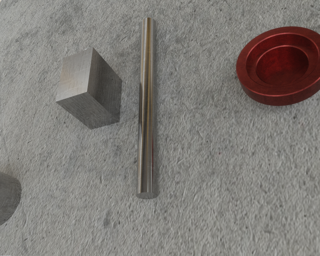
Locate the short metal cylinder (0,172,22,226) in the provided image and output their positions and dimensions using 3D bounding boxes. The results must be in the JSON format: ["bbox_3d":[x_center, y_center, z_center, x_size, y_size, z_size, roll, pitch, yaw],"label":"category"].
[{"bbox_3d":[-0.255,0.101,0.457,0.080,0.050,0.080,-13,56,20],"label":"short metal cylinder"}]

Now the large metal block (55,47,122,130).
[{"bbox_3d":[-0.099,-0.055,0.453,0.050,0.080,0.080,-14,56,20],"label":"large metal block"}]

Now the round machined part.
[{"bbox_3d":[0.142,-0.066,0.359,0.098,0.042,0.098,-13,56,20],"label":"round machined part"}]

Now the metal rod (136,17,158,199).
[{"bbox_3d":[-0.017,-0.048,0.440,0.025,0.025,0.299,-14,56,20],"label":"metal rod"}]
